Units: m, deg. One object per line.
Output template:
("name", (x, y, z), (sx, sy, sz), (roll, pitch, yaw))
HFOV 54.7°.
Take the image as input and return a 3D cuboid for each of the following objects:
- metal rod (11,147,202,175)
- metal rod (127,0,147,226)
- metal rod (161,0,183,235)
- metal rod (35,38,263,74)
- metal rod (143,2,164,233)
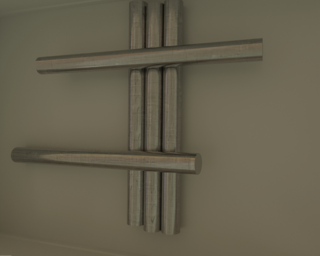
("metal rod", (-0.090, 0.042, 0.422), (0.300, 0.025, 0.025), (0, 90, 27))
("metal rod", (-0.031, -0.019, 0.421), (0.025, 0.025, 0.298), (1, 90, 20))
("metal rod", (0.016, -0.014, 0.403), (0.025, 0.025, 0.298), (1, 90, 20))
("metal rod", (-0.028, -0.088, 0.392), (0.301, 0.025, 0.025), (0, 90, 20))
("metal rod", (-0.008, -0.014, 0.412), (0.025, 0.025, 0.298), (1, 90, 20))
